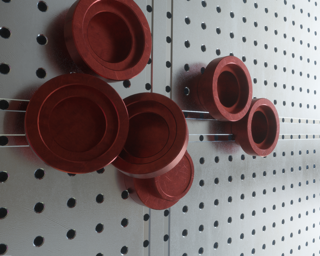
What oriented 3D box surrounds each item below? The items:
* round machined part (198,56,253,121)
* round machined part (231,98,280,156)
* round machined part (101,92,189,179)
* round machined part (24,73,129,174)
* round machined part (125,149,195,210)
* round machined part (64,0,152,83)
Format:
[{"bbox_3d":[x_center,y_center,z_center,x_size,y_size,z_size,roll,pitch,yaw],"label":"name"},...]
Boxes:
[{"bbox_3d":[0.096,-0.059,0.477,0.099,0.042,0.097,0,90,-40],"label":"round machined part"},{"bbox_3d":[0.160,-0.001,0.531,0.099,0.042,0.097,0,90,-40],"label":"round machined part"},{"bbox_3d":[-0.015,0.011,0.360,0.042,0.098,0.098,65,45,-65],"label":"round machined part"},{"bbox_3d":[-0.085,-0.003,0.316,0.099,0.042,0.098,3,82,-25],"label":"round machined part"},{"bbox_3d":[0.007,0.058,0.403,0.099,0.042,0.097,0,90,-40],"label":"round machined part"},{"bbox_3d":[-0.060,-0.099,0.346,0.099,0.042,0.097,0,90,-40],"label":"round machined part"}]
